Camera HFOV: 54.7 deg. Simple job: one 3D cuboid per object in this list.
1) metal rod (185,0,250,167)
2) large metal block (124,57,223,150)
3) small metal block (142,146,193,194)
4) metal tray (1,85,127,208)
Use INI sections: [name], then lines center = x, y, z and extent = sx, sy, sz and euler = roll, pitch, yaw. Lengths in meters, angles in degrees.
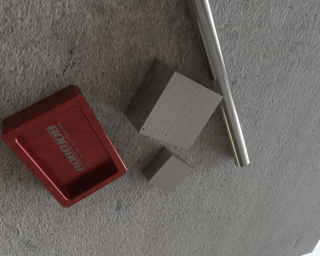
[metal rod]
center = 0.085, -0.050, 0.422
extent = 0.025, 0.025, 0.299
euler = -32, 129, -8
[large metal block]
center = 0.016, -0.028, 0.382
extent = 0.080, 0.050, 0.080
euler = 21, 107, -36
[small metal block]
center = 0.011, 0.062, 0.451
extent = 0.050, 0.025, 0.050
euler = -49, 129, 6
[metal tray]
center = -0.105, 0.026, 0.361
extent = 0.090, 0.030, 0.130
euler = -30, 129, -9
